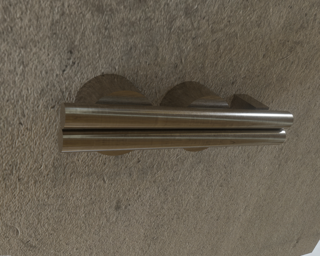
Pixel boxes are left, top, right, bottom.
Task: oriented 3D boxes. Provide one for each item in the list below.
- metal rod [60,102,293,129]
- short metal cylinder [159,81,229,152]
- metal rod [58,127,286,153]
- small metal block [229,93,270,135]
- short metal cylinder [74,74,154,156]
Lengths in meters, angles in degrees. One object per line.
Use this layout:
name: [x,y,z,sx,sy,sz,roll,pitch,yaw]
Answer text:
metal rod: [0.043,-0.011,0.359,0.303,0.025,0.025,0,119,-29]
short metal cylinder: [0.044,-0.016,0.407,0.081,0.050,0.079,-14,124,-21]
metal rod: [0.037,0.011,0.370,0.303,0.025,0.025,0,119,-29]
small metal block: [0.124,-0.018,0.451,0.025,0.050,0.050,-2,119,-28]
short metal cylinder: [-0.052,-0.015,0.353,0.081,0.050,0.079,-14,124,-21]
